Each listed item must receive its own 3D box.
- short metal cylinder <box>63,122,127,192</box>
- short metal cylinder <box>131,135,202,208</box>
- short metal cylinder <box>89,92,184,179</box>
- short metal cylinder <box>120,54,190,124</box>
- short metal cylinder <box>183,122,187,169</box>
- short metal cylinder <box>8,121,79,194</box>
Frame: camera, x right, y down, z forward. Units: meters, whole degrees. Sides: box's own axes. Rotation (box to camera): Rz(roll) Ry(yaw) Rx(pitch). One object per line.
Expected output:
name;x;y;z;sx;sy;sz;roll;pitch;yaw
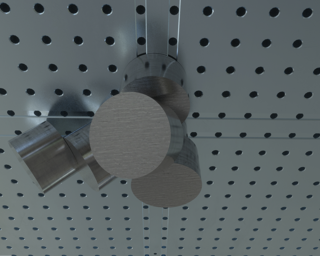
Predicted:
short metal cylinder;-0.080;0.033;0.394;0.050;0.080;0.080;-34;136;-27
short metal cylinder;0.007;0.051;0.370;0.081;0.050;0.079;0;130;0
short metal cylinder;-0.022;0.008;0.307;0.080;0.080;0.050;-19;171;15
short metal cylinder;-0.007;-0.039;0.361;0.081;0.050;0.079;0;130;0
short metal cylinder;-0.002;0.022;0.413;0.081;0.050;0.079;0;130;0
short metal cylinder;-0.149;0.037;0.397;0.050;0.080;0.080;-35;136;-27
